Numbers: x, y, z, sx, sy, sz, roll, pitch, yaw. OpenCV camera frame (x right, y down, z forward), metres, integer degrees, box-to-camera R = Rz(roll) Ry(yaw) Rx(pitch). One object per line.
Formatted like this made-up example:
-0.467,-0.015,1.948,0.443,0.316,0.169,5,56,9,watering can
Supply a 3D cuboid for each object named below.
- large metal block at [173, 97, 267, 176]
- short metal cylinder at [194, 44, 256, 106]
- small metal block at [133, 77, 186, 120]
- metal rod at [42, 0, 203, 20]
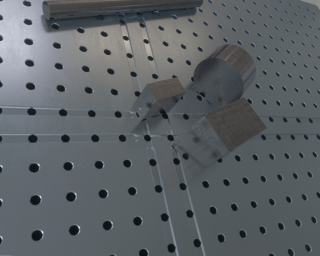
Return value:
0.077,0.011,0.408,0.081,0.080,0.050,-24,75,-36,large metal block
0.099,-0.081,0.476,0.080,0.080,0.050,43,51,1,short metal cylinder
-0.001,-0.039,0.416,0.050,0.050,0.025,-19,72,-35,small metal block
-0.040,-0.203,0.510,0.302,0.025,0.025,-21,73,-36,metal rod
